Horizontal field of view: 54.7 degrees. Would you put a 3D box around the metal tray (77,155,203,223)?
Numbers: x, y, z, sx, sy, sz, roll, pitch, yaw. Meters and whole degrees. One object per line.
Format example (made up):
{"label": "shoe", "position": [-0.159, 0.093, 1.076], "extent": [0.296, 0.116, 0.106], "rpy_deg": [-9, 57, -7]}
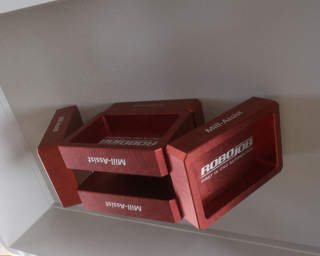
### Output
{"label": "metal tray", "position": [-0.022, 0.066, 0.378], "extent": [0.130, 0.090, 0.030], "rpy_deg": [0, 118, 28]}

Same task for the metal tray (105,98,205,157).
{"label": "metal tray", "position": [-0.004, 0.010, 0.412], "extent": [0.130, 0.030, 0.089], "rpy_deg": [-1, 118, 28]}

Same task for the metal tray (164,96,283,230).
{"label": "metal tray", "position": [0.073, 0.033, 0.322], "extent": [0.030, 0.131, 0.089], "rpy_deg": [23, 134, 52]}

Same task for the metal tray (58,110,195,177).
{"label": "metal tray", "position": [-0.036, 0.013, 0.352], "extent": [0.130, 0.090, 0.030], "rpy_deg": [0, 118, 28]}

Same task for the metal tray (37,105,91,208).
{"label": "metal tray", "position": [-0.123, 0.033, 0.426], "extent": [0.030, 0.130, 0.089], "rpy_deg": [-15, 116, 0]}
